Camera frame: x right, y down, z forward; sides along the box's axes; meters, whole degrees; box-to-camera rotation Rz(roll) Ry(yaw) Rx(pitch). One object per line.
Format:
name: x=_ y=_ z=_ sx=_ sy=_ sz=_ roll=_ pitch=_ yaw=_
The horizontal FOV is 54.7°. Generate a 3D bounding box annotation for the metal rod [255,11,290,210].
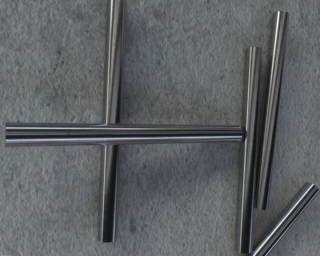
metal rod: x=0.169 y=-0.028 z=0.473 sx=0.025 sy=0.025 sz=0.298 roll=8 pitch=87 yaw=-20

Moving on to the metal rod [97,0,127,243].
metal rod: x=-0.060 y=-0.011 z=0.387 sx=0.025 sy=0.025 sz=0.298 roll=2 pitch=89 yaw=-20

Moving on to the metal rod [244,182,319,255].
metal rod: x=0.141 y=0.195 z=0.463 sx=0.301 sy=0.025 sz=0.025 roll=-43 pitch=104 yaw=-15

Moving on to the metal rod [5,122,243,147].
metal rod: x=-0.021 y=0.008 z=0.379 sx=0.303 sy=0.025 sz=0.025 roll=0 pitch=90 yaw=-29

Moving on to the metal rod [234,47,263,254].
metal rod: x=0.131 y=0.031 z=0.459 sx=0.025 sy=0.025 sz=0.298 roll=4 pitch=89 yaw=-20
